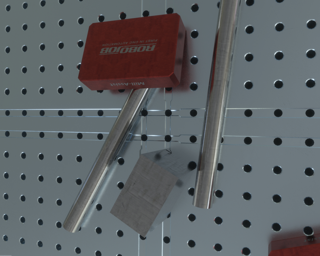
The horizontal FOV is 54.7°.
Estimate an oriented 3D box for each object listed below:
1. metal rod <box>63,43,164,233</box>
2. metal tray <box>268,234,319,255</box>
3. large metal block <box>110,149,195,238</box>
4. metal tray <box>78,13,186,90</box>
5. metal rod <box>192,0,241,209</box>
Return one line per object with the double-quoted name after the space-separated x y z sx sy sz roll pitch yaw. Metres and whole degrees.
-0.062 0.017 0.433 0.025 0.025 0.299 31 100 17 "metal rod"
0.198 0.165 0.341 0.130 0.030 0.090 -17 84 18 "metal tray"
-0.006 0.076 0.385 0.050 0.080 0.080 31 100 17 "large metal block"
-0.037 -0.098 0.407 0.130 0.030 0.090 0 71 19 "metal tray"
0.073 -0.049 0.386 0.025 0.025 0.298 8 93 19 "metal rod"
